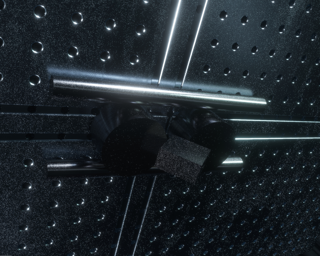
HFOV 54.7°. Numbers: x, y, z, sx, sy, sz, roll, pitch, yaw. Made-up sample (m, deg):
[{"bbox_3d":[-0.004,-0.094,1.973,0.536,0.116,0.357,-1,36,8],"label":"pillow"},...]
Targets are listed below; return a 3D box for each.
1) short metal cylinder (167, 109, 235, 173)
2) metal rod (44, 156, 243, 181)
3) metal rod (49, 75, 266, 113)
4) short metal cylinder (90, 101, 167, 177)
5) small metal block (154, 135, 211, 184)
[{"bbox_3d":[0.057,0.015,0.431,0.081,0.050,0.079,-14,124,-21],"label":"short metal cylinder"},{"bbox_3d":[-0.003,0.054,0.439,0.303,0.025,0.025,2,118,-30],"label":"metal rod"},{"bbox_3d":[0.019,-0.038,0.394,0.303,0.025,0.025,2,118,-29],"label":"metal rod"},{"bbox_3d":[-0.039,0.012,0.377,0.081,0.050,0.079,-14,124,-21],"label":"short metal cylinder"},{"bbox_3d":[0.028,0.036,0.368,0.050,0.050,0.025,-40,149,-64],"label":"small metal block"}]
